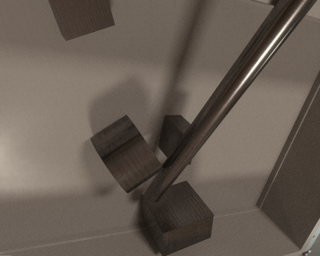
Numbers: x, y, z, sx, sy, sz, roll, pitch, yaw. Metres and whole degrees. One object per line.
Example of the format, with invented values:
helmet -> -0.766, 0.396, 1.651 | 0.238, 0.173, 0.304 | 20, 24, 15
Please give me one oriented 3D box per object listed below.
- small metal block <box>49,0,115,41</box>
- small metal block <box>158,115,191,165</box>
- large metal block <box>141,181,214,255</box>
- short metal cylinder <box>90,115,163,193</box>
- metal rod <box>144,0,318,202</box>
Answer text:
small metal block -> -0.077, -0.118, 0.295 | 0.050, 0.025, 0.050 | -24, 127, -14
small metal block -> 0.024, 0.016, 0.417 | 0.025, 0.050, 0.050 | -3, 120, -28
large metal block -> 0.024, 0.134, 0.471 | 0.081, 0.080, 0.050 | -13, 124, -22
short metal cylinder -> -0.039, 0.031, 0.372 | 0.050, 0.080, 0.080 | -34, 129, -6
metal rod -> 0.052, -0.009, 0.335 | 0.025, 0.025, 0.298 | 4, 135, -31
